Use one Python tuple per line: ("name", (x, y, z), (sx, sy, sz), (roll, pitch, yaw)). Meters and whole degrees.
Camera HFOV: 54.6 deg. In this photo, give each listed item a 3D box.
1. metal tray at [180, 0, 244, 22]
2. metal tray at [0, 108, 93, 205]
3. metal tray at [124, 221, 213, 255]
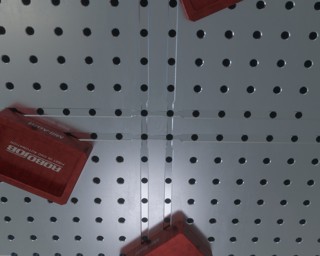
("metal tray", (0.050, -0.195, 0.338), (0.090, 0.030, 0.130), (-22, 109, 8))
("metal tray", (-0.171, 0.041, 0.424), (0.131, 0.030, 0.090), (25, 108, -9))
("metal tray", (0.008, 0.216, 0.490), (0.130, 0.030, 0.090), (-36, 106, 12))
